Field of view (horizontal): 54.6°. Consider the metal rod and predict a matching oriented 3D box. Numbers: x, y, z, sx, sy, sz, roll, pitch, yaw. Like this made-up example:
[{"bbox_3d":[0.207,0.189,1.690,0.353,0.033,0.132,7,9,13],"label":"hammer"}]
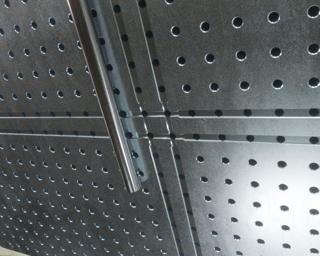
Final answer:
[{"bbox_3d":[-0.072,-0.036,0.427,0.025,0.025,0.298,2,119,27],"label":"metal rod"}]
